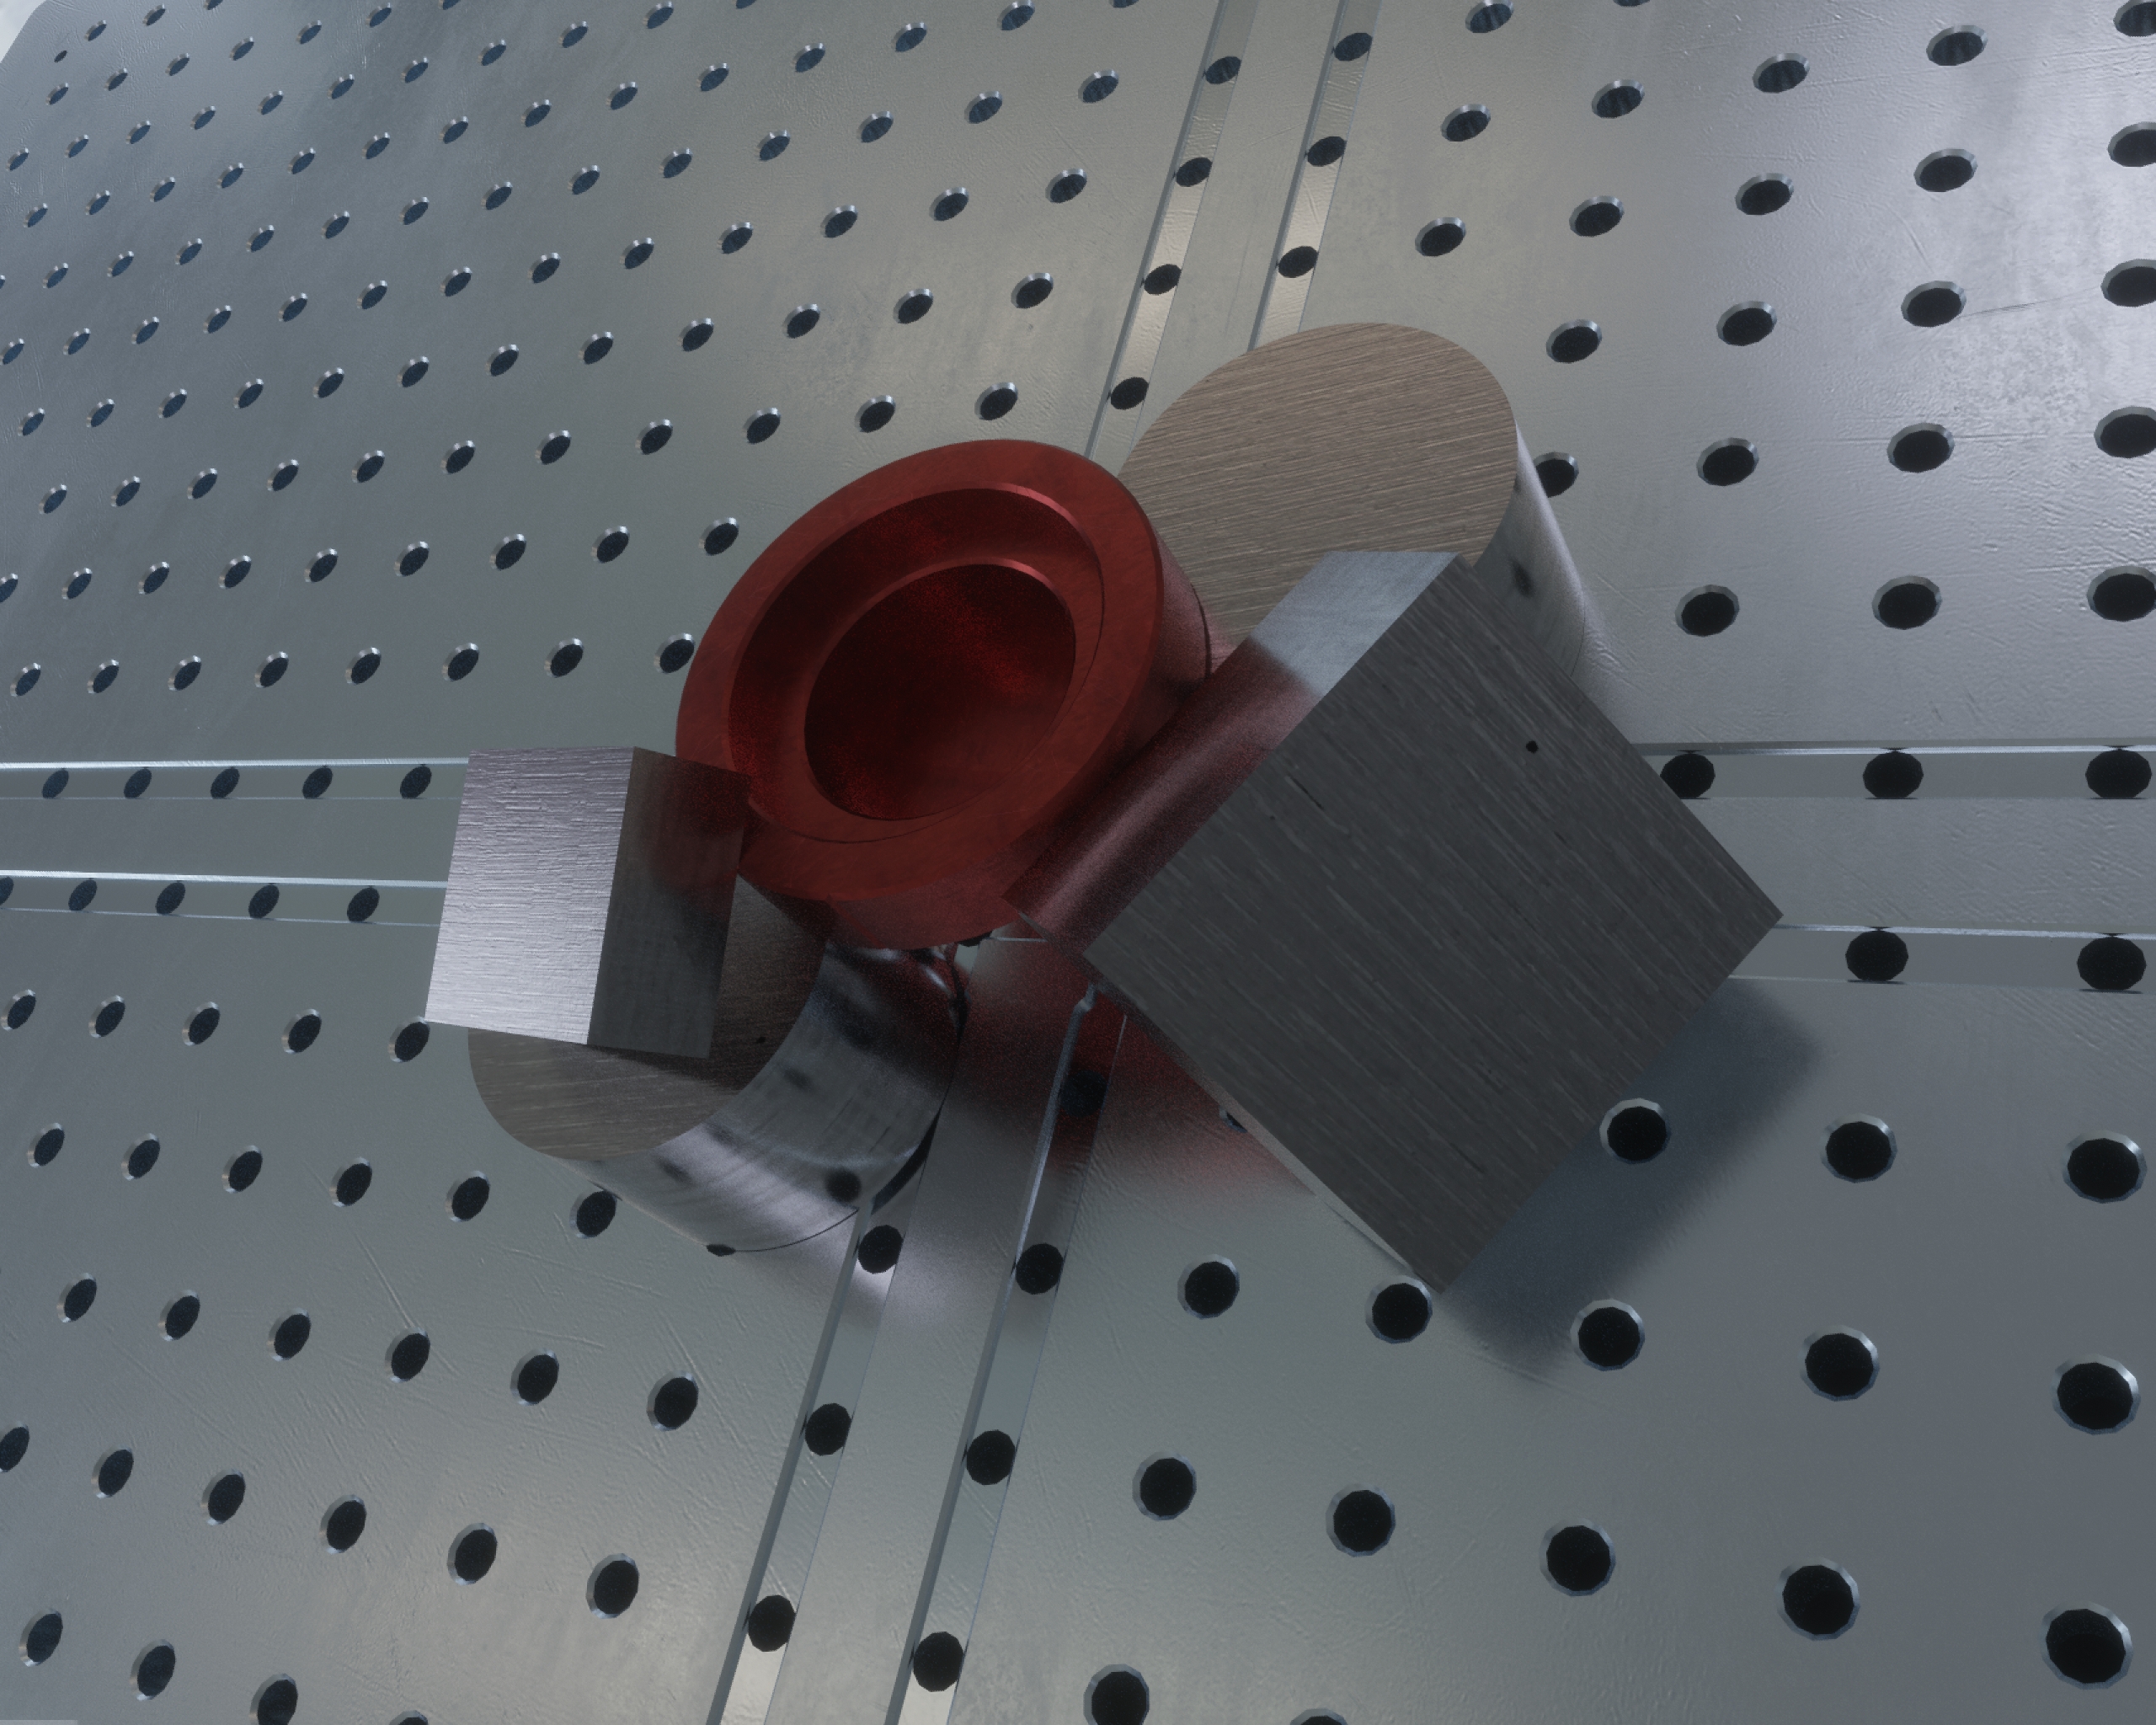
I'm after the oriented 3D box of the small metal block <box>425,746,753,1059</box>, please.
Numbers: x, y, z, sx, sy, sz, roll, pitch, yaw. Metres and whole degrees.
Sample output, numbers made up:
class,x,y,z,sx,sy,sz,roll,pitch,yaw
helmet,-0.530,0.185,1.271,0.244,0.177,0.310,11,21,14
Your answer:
class,x,y,z,sx,sy,sz,roll,pitch,yaw
small metal block,-0.087,0.007,0.370,0.050,0.025,0.050,2,81,42

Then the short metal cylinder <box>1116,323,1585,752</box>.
class,x,y,z,sx,sy,sz,roll,pitch,yaw
short metal cylinder,0.051,-0.056,0.399,0.080,0.050,0.080,-13,56,21

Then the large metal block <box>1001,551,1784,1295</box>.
class,x,y,z,sx,sy,sz,roll,pitch,yaw
large metal block,0.049,0.007,0.334,0.080,0.080,0.050,-47,17,-5

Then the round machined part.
class,x,y,z,sx,sy,sz,roll,pitch,yaw
round machined part,-0.022,-0.027,0.387,0.098,0.042,0.098,-13,56,21

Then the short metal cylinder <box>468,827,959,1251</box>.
class,x,y,z,sx,sy,sz,roll,pitch,yaw
short metal cylinder,-0.071,0.030,0.411,0.080,0.050,0.080,-13,56,21
